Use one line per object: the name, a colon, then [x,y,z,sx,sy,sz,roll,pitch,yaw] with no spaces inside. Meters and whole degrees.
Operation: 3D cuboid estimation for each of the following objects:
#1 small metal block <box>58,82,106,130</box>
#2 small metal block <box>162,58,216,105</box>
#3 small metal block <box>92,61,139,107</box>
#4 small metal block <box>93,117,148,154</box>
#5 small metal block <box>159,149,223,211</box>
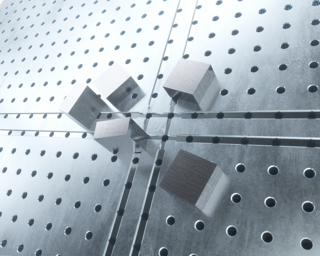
small metal block: [-0.118,-0.034,0.472,0.025,0.050,0.050,20,72,35]
small metal block: [0.040,-0.065,0.426,0.050,0.025,0.050,21,72,35]
small metal block: [-0.070,-0.069,0.486,0.050,0.025,0.050,-42,51,-2]
small metal block: [-0.051,0.012,0.410,0.050,0.050,0.025,-8,59,24]
small metal block: [0.036,0.058,0.353,0.050,0.025,0.050,22,73,35]
